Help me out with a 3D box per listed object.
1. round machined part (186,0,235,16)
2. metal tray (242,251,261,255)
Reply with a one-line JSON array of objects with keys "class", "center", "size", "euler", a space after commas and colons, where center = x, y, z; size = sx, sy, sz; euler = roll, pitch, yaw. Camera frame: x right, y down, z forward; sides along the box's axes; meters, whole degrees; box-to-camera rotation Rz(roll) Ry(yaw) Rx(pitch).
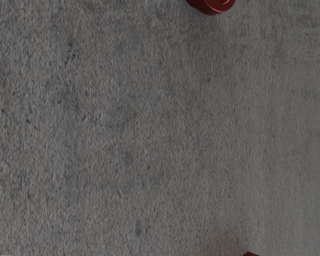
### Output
[{"class": "round machined part", "center": [0.066, -0.214, 0.451], "size": [0.099, 0.042, 0.097], "euler": [0, 90, -40]}, {"class": "metal tray", "center": [0.128, 0.277, 0.512], "size": [0.131, 0.030, 0.089], "euler": [-15, 100, -39]}]
